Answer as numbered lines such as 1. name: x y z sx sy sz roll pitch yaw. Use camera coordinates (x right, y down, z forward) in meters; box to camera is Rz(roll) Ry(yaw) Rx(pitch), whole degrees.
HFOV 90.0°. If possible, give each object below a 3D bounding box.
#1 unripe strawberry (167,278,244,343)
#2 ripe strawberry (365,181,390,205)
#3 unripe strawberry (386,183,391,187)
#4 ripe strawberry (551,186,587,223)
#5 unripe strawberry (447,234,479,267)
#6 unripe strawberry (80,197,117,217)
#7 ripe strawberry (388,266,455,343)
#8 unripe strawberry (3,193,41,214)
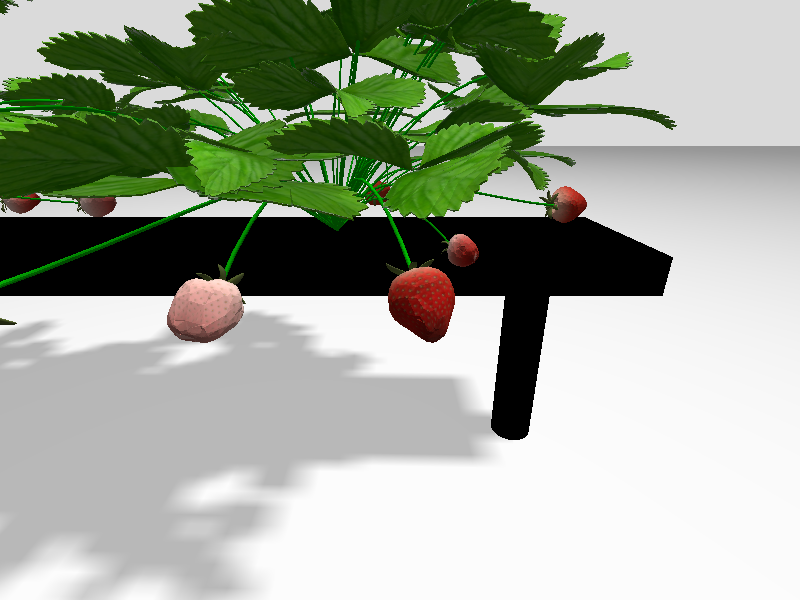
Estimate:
1. unripe strawberry: -0.078 0.005 0.160 0.029 0.026 0.026 2 43 6
2. ripe strawberry: -0.024 -0.124 0.466 0.032 0.027 0.032 5 23 12
3. unripe strawberry: -0.016 -0.145 0.513 0.009 0.010 0.010 5 23 11
4. ripe strawberry: 0.163 -0.092 0.386 0.035 0.034 0.032 -4 23 -10
5. unripe strawberry: 0.040 -0.030 0.252 0.018 0.021 0.020 -19 36 -38
6. unripe strawberry: -0.311 -0.101 0.414 0.030 0.030 0.028 -8 24 -19
7. ripe strawberry: 0.010 0.003 0.167 0.029 0.031 0.030 -7 -34 -17
8. unripe strawberry: -0.399 -0.106 0.423 0.029 0.029 0.032 -16 27 -35
